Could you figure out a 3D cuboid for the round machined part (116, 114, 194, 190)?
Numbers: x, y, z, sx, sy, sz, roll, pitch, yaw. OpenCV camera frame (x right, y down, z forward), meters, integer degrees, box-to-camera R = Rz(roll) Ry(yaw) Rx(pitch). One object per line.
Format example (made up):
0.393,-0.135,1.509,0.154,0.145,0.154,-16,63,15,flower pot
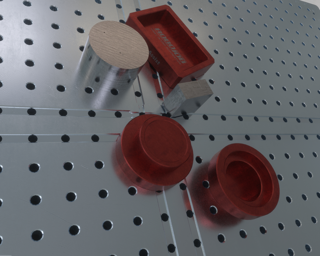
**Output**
-0.001,0.024,0.382,0.099,0.042,0.098,14,56,-21,round machined part

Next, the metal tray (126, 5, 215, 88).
0.015,-0.133,0.494,0.091,0.030,0.130,-31,79,-38,metal tray

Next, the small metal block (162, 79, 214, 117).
0.039,-0.042,0.438,0.050,0.050,0.025,-15,70,-34,small metal block

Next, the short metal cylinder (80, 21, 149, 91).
-0.062,-0.097,0.418,0.081,0.050,0.080,14,56,-21,short metal cylinder

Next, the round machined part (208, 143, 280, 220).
0.105,0.073,0.410,0.099,0.042,0.098,14,56,-21,round machined part
